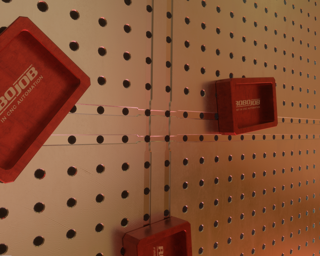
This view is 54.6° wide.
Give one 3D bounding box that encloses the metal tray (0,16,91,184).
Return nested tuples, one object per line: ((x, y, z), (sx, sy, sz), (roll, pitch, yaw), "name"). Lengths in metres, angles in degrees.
((-0.138, -0.027, 0.289), (0.090, 0.030, 0.130), (46, 63, -30), "metal tray")

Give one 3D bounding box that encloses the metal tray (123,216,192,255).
((0.001, 0.193, 0.406), (0.091, 0.030, 0.129), (-6, 94, -40), "metal tray")

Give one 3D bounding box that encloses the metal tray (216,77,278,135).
((0.152, -0.040, 0.531), (0.131, 0.030, 0.090), (-9, 96, -40), "metal tray")
